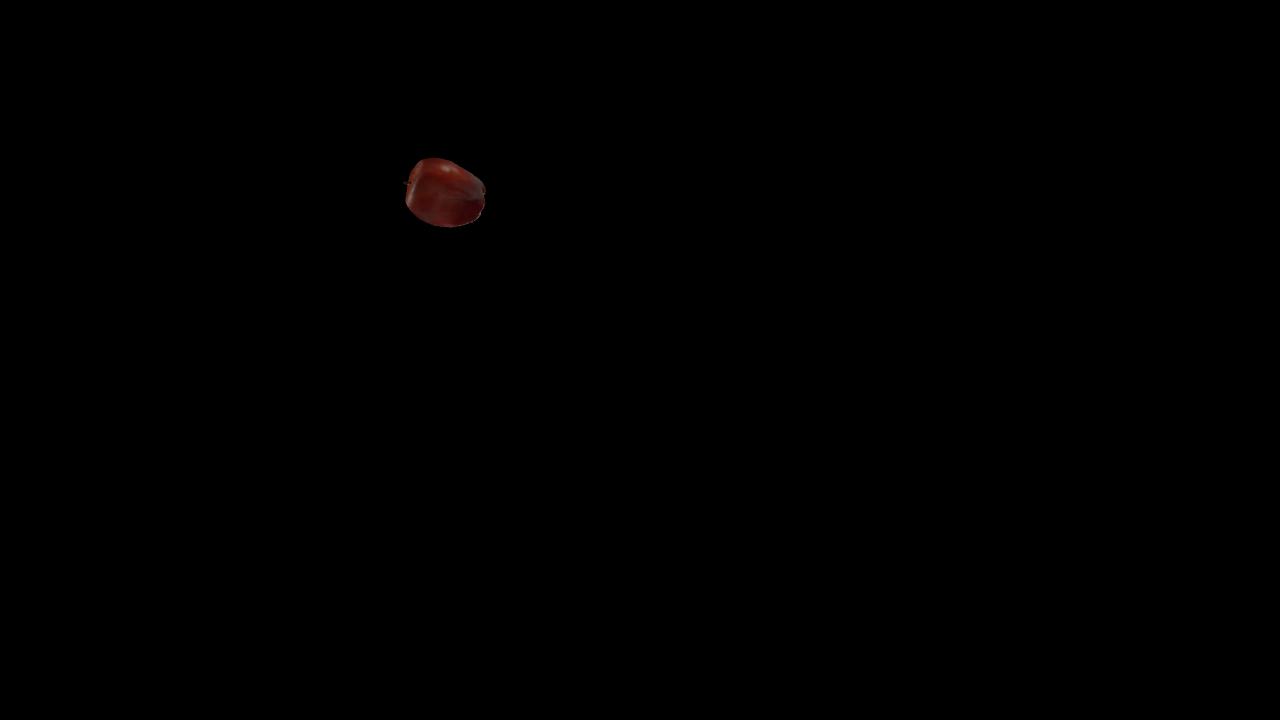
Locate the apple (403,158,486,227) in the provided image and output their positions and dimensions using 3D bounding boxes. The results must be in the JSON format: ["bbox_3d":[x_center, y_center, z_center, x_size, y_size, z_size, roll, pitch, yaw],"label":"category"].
[{"bbox_3d":[-0.233,-0.197,0.731,0.093,0.079,0.079,11,-6,-30],"label":"apple"}]
